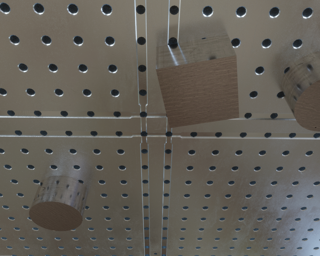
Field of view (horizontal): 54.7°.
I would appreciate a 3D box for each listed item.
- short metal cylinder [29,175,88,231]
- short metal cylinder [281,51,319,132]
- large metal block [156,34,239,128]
[{"bbox_3d":[-0.160,0.121,0.497,0.081,0.050,0.079,0,130,0],"label":"short metal cylinder"},{"bbox_3d":[0.190,-0.042,0.361,0.081,0.050,0.079,0,130,0],"label":"short metal cylinder"},{"bbox_3d":[0.043,-0.052,0.352,0.080,0.050,0.080,-9,130,7],"label":"large metal block"}]
